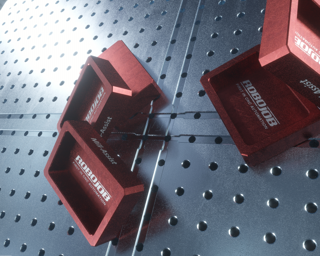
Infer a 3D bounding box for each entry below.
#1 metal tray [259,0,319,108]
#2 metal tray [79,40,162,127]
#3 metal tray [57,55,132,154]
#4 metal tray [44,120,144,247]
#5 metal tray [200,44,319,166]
[{"bbox_3d":[0.157,-0.072,0.304,0.030,0.131,0.090,-25,44,55],"label":"metal tray"},{"bbox_3d":[-0.066,-0.073,0.486,0.090,0.030,0.130,-37,51,3],"label":"metal tray"},{"bbox_3d":[-0.097,-0.023,0.433,0.129,0.030,0.090,-58,47,23],"label":"metal tray"},{"bbox_3d":[-0.086,0.062,0.375,0.130,0.030,0.090,43,115,30],"label":"metal tray"},{"bbox_3d":[0.113,-0.031,0.365,0.090,0.030,0.130,-29,52,10],"label":"metal tray"}]
